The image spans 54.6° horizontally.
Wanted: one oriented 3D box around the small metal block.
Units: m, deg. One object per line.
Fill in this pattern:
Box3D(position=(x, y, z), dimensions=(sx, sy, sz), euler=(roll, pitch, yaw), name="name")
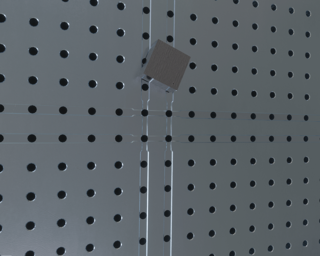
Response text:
Box3D(position=(0.006, -0.082, 0.414), dimensions=(0.050, 0.025, 0.050), euler=(25, 82, -18), name="small metal block")
